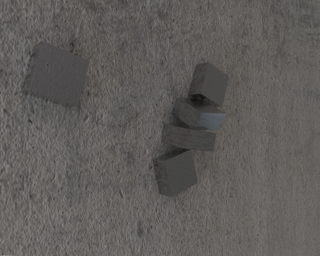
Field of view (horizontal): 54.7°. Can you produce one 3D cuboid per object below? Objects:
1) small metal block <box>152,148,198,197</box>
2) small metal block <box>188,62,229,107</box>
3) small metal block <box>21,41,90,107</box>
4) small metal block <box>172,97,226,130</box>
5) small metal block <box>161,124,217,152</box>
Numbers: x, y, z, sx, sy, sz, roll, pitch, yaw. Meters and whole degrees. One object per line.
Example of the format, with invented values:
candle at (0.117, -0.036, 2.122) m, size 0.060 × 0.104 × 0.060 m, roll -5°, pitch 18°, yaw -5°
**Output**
small metal block at (0.021, 0.059, 0.422) m, size 0.050 × 0.025 × 0.050 m, roll -20°, pitch 103°, yaw -38°
small metal block at (0.074, -0.064, 0.466) m, size 0.050 × 0.025 × 0.050 m, roll 25°, pitch 74°, yaw -37°
small metal block at (-0.106, -0.053, 0.316) m, size 0.050 × 0.025 × 0.050 m, roll 19°, pitch 78°, yaw -38°
small metal block at (0.054, -0.020, 0.429) m, size 0.050 × 0.050 × 0.025 m, roll 0°, pitch 117°, yaw -40°
small metal block at (0.039, 0.013, 0.418) m, size 0.050 × 0.050 × 0.025 m, roll 9°, pitch 93°, yaw -40°
